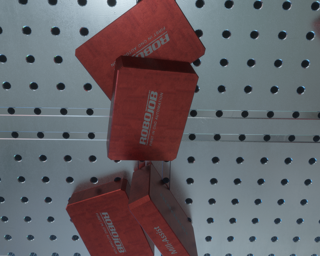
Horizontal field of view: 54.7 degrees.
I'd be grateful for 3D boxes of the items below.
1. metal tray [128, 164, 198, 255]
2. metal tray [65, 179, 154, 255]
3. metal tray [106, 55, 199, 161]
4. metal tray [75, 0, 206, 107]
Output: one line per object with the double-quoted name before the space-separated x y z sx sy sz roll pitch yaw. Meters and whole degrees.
"metal tray" 0.007 0.123 0.424 0.030 0.090 0.130 -29 108 10
"metal tray" -0.071 0.148 0.464 0.090 0.030 0.129 -18 109 6
"metal tray" -0.014 -0.018 0.378 0.091 0.030 0.129 2 125 -15
"metal tray" -0.023 -0.094 0.376 0.130 0.030 0.090 -33 107 11
